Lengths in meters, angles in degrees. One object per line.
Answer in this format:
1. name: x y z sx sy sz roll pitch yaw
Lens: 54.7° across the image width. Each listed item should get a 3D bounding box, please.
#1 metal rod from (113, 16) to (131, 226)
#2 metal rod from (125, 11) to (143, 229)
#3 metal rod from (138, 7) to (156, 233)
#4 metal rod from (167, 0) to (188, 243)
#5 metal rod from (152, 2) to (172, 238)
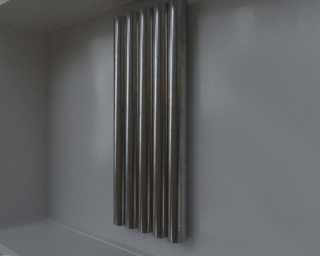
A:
1. metal rod: -0.055 -0.010 0.451 0.025 0.025 0.298 0 90 40
2. metal rod: -0.037 -0.011 0.436 0.025 0.025 0.298 0 90 40
3. metal rod: -0.017 -0.011 0.419 0.025 0.025 0.298 0 90 40
4. metal rod: 0.022 -0.009 0.387 0.025 0.025 0.298 0 90 40
5. metal rod: 0.003 -0.010 0.403 0.025 0.025 0.298 0 90 40
